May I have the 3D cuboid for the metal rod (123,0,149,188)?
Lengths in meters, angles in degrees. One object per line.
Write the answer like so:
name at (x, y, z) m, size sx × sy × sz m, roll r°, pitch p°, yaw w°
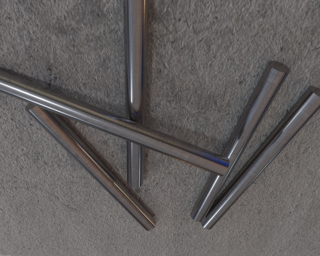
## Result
metal rod at (-0.030, -0.031, 0.380) m, size 0.025 × 0.025 × 0.298 m, roll 2°, pitch 130°, yaw -2°

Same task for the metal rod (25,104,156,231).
metal rod at (-0.086, 0.071, 0.466) m, size 0.025 × 0.025 × 0.299 m, roll -22°, pitch 127°, yaw 17°

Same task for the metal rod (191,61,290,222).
metal rod at (0.100, 0.041, 0.442) m, size 0.025 × 0.025 × 0.298 m, roll 10°, pitch 130°, yaw -9°

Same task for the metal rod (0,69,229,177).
metal rod at (-0.058, -0.005, 0.373) m, size 0.302 × 0.025 × 0.025 m, roll 21°, pitch 127°, yaw -7°

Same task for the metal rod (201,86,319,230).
metal rod at (0.138, 0.064, 0.462) m, size 0.025 × 0.025 × 0.298 m, roll 16°, pitch 128°, yaw -14°
